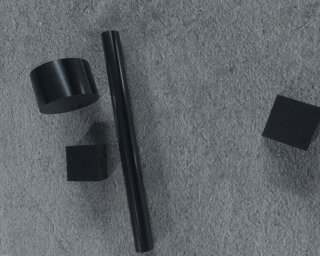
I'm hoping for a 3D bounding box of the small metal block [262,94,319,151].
[{"bbox_3d":[0.151,-0.006,0.356,0.050,0.025,0.050,21,97,18],"label":"small metal block"}]

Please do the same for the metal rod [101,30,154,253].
[{"bbox_3d":[-0.045,0.015,0.423,0.025,0.025,0.298,-11,87,19],"label":"metal rod"}]

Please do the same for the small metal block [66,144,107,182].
[{"bbox_3d":[-0.105,0.050,0.445,0.050,0.025,0.050,-3,89,19],"label":"small metal block"}]

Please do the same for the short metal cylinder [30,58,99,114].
[{"bbox_3d":[-0.130,-0.056,0.424,0.080,0.080,0.050,-20,84,18],"label":"short metal cylinder"}]
